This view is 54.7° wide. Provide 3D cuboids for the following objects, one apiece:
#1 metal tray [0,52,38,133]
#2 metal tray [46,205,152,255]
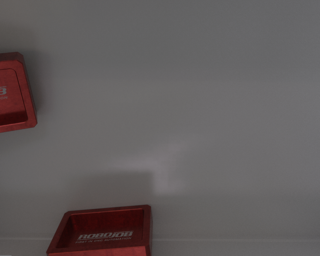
[{"bbox_3d":[-0.221,-0.035,0.362,0.131,0.030,0.089,-11,124,-17],"label":"metal tray"},{"bbox_3d":[-0.077,0.150,0.430,0.131,0.090,0.030,-5,110,2],"label":"metal tray"}]
